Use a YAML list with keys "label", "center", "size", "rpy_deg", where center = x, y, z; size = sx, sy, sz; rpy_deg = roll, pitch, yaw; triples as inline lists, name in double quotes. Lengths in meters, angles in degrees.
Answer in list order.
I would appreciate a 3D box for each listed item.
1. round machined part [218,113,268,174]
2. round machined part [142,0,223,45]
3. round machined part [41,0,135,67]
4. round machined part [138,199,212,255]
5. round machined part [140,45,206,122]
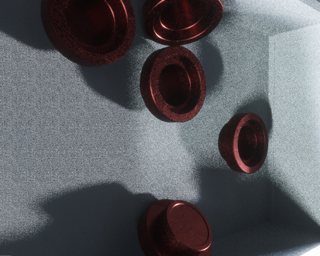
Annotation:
- label: "round machined part"
  center: [0.134, 0.024, 0.511]
  size: [0.099, 0.042, 0.097]
  rpy_deg: [0, 90, -40]
- label: "round machined part"
  center: [0.026, -0.150, 0.388]
  size: [0.099, 0.098, 0.042]
  rpy_deg: [7, 63, -40]
- label: "round machined part"
  center: [-0.078, -0.114, 0.331]
  size: [0.099, 0.042, 0.097]
  rpy_deg: [0, 90, -40]
- label: "round machined part"
  center: [0.025, 0.129, 0.384]
  size: [0.098, 0.042, 0.098]
  rpy_deg: [26, 33, -18]
- label: "round machined part"
  center: [0.013, -0.056, 0.408]
  size: [0.099, 0.042, 0.097]
  rpy_deg: [0, 90, -40]
